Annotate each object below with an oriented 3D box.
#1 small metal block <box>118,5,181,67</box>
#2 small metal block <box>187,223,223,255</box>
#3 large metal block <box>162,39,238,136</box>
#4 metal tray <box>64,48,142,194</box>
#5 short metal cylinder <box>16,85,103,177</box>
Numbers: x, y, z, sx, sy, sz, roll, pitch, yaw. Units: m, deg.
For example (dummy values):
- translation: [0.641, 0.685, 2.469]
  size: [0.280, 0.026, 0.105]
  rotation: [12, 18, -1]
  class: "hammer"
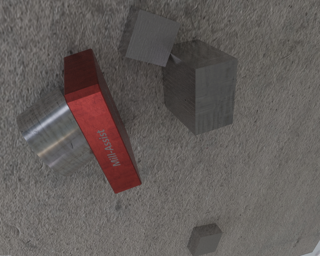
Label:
- translation: [-0.012, -0.099, 0.339]
  size: [0.050, 0.025, 0.050]
  rotation: [7, 115, -32]
  class: "small metal block"
- translation: [0.084, 0.210, 0.583]
  size: [0.050, 0.025, 0.050]
  rotation: [-1, 119, -28]
  class: "small metal block"
- translation: [0.043, -0.050, 0.364]
  size: [0.050, 0.080, 0.079]
  rotation: [-17, 125, -19]
  class: "large metal block"
- translation: [-0.059, -0.006, 0.324]
  size: [0.030, 0.090, 0.129]
  rotation: [-20, 128, -3]
  class: "metal tray"
- translation: [-0.098, 0.003, 0.320]
  size: [0.050, 0.080, 0.080]
  rotation: [-38, 129, -3]
  class: "short metal cylinder"
